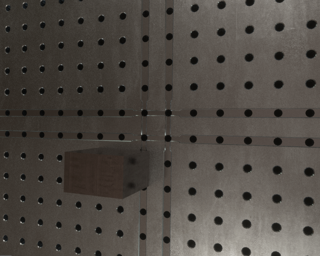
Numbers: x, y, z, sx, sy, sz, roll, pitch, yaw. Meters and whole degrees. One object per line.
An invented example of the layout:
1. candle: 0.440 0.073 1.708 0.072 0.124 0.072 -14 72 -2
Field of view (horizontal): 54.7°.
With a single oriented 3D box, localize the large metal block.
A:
1. large metal block: -0.067 0.055 0.406 0.080 0.080 0.050 2 91 19
